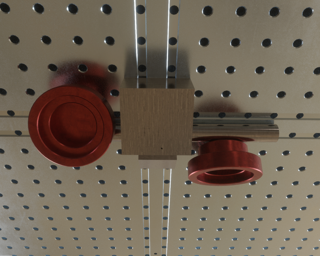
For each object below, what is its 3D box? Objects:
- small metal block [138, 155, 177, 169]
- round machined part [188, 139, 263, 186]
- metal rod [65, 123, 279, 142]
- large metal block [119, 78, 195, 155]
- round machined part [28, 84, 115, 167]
[{"bbox_3d":[-0.003,0.039,0.432,0.050,0.025,0.050,0,159,-1],"label":"small metal block"},{"bbox_3d":[0.087,0.047,0.425,0.099,0.042,0.098,0,156,0],"label":"round machined part"},{"bbox_3d":[0.006,0.006,0.418,0.302,0.025,0.025,0,130,-1],"label":"metal rod"},{"bbox_3d":[-0.004,-0.015,0.368,0.081,0.050,0.079,0,112,-1],"label":"large metal block"},{"bbox_3d":[-0.103,-0.005,0.378,0.099,0.042,0.097,0,104,-1],"label":"round machined part"}]
